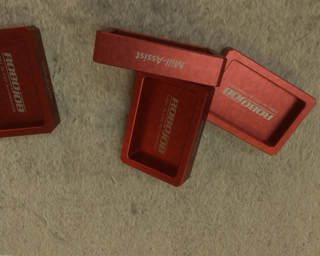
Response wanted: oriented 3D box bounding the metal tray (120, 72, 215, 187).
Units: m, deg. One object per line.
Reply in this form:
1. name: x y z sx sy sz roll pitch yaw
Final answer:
1. metal tray: 0.006 -0.003 0.385 0.090 0.030 0.129 21 111 21

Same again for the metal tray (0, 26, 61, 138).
1. metal tray: -0.185 -0.055 0.384 0.091 0.030 0.129 -6 110 1

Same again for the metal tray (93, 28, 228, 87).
1. metal tray: 0.000 -0.082 0.345 0.131 0.090 0.030 11 110 -5

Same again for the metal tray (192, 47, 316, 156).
1. metal tray: 0.116 -0.032 0.396 0.131 0.030 0.090 28 107 -11
